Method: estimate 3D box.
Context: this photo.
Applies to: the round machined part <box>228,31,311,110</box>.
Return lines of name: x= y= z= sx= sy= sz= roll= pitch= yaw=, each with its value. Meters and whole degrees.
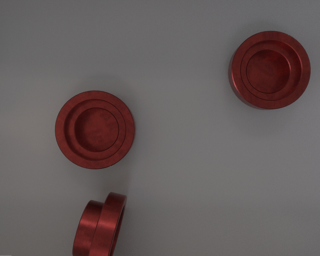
round machined part: x=0.138 y=-0.072 z=0.404 sx=0.099 sy=0.042 sz=0.097 roll=0 pitch=90 yaw=0

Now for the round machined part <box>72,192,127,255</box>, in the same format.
round machined part: x=-0.073 y=0.125 z=0.374 sx=0.042 sy=0.098 sz=0.097 roll=14 pitch=90 yaw=0

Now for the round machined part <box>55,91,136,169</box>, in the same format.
round machined part: x=-0.080 y=0.002 z=0.402 sx=0.099 sy=0.042 sz=0.097 roll=0 pitch=90 yaw=0
